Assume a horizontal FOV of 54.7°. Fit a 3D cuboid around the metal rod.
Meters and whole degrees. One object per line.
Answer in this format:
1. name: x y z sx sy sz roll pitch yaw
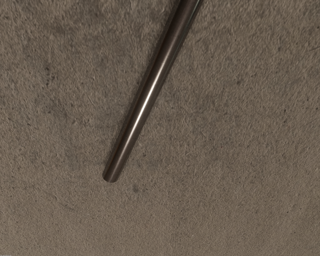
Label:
1. metal rod: -0.019 -0.033 0.378 0.025 0.025 0.298 17 128 -14
